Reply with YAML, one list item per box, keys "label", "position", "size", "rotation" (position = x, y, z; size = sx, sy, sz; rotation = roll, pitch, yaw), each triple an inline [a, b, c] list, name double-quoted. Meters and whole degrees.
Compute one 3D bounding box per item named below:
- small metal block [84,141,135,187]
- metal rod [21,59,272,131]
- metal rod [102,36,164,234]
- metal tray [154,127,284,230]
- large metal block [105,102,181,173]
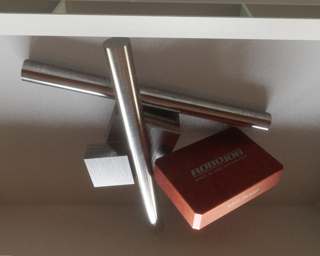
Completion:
- label: "small metal block"
  position: [-0.060, 0.045, 0.379]
  size: [0.050, 0.025, 0.050]
  rotation: [-5, 130, 3]
- label: "metal rod"
  position: [-0.007, -0.037, 0.377]
  size: [0.302, 0.025, 0.025]
  rotation: [11, 129, -10]
- label: "metal rod"
  position: [-0.023, 0.036, 0.372]
  size: [0.025, 0.025, 0.298]
  rotation: [-5, 130, 4]
- label: "metal tray"
  position: [0.070, 0.054, 0.376]
  size: [0.131, 0.090, 0.030]
  rotation: [-21, 136, -25]
- label: "large metal block"
  position: [-0.027, 0.011, 0.400]
  size: [0.081, 0.050, 0.079]
  rotation: [14, 129, -12]
